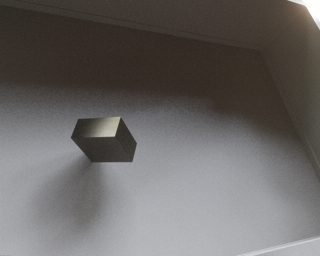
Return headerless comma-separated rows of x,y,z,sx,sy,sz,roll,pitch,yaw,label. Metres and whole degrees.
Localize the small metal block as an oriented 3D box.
-0.059,0.014,0.337,0.050,0.050,0.025,-2,53,18,small metal block
